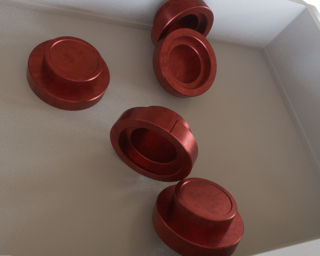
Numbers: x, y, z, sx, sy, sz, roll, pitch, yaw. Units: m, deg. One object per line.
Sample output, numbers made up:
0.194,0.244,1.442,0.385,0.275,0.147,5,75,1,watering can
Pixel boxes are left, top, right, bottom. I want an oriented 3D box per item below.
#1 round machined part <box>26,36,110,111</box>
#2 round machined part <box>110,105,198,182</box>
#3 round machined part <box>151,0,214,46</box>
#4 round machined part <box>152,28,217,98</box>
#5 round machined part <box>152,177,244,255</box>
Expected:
-0.109,-0.074,0.382,0.099,0.042,0.098,14,56,-21,round machined part
-0.003,0.013,0.350,0.098,0.097,0.042,35,50,-5,round machined part
0.029,-0.158,0.474,0.099,0.097,0.042,-15,63,-34,round machined part
0.032,-0.092,0.454,0.099,0.042,0.097,1,87,-30,round machined part
0.044,0.091,0.336,0.099,0.042,0.098,13,25,-6,round machined part
